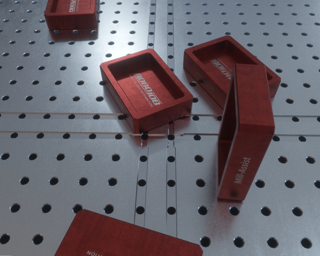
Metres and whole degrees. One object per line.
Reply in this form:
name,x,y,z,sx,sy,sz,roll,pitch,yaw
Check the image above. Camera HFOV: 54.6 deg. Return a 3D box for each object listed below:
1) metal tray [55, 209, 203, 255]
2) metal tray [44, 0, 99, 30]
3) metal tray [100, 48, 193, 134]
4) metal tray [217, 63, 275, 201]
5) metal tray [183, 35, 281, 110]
metal tray,-0.034,0.138,0.288,0.130,0.030,0.090,14,51,11
metal tray,-0.168,-0.243,0.607,0.091,0.030,0.130,-4,50,-4
metal tray,-0.022,-0.059,0.454,0.091,0.030,0.130,-22,53,-17
metal tray,0.086,0.008,0.333,0.030,0.129,0.090,5,50,4
metal tray,0.106,-0.087,0.477,0.091,0.030,0.130,-23,54,-18
